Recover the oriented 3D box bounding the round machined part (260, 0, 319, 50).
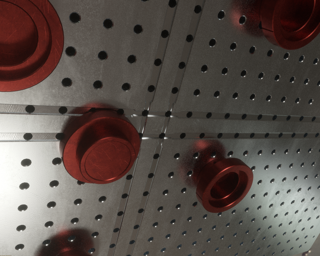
[{"bbox_3d":[0.170,-0.154,0.400,0.099,0.042,0.097,-14,125,-21],"label":"round machined part"}]

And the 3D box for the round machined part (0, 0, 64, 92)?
[{"bbox_3d":[-0.139,-0.085,0.272,0.099,0.042,0.097,-14,125,-21],"label":"round machined part"}]

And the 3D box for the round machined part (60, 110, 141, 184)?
[{"bbox_3d":[-0.069,0.030,0.382,0.099,0.042,0.097,-14,125,-21],"label":"round machined part"}]

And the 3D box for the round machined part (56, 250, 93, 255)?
[{"bbox_3d":[-0.137,0.225,0.466,0.099,0.042,0.097,-14,124,-21],"label":"round machined part"}]

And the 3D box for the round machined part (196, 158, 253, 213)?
[{"bbox_3d":[0.102,0.089,0.514,0.099,0.042,0.097,-14,124,-21],"label":"round machined part"}]
